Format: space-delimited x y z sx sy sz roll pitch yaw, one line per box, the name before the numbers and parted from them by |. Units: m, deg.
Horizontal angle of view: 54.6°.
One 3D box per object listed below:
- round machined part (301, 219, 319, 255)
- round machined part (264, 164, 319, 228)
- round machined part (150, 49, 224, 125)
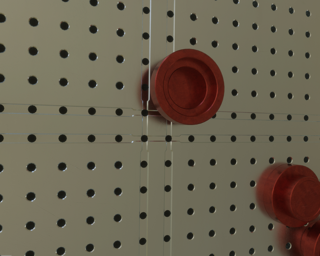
round machined part | 0.271 0.193 0.503 0.099 0.042 0.097 0 90 -20
round machined part | 0.215 0.106 0.482 0.099 0.042 0.097 0 90 -20
round machined part | 0.033 -0.053 0.415 0.099 0.042 0.097 0 90 -20
